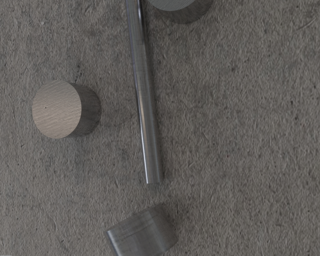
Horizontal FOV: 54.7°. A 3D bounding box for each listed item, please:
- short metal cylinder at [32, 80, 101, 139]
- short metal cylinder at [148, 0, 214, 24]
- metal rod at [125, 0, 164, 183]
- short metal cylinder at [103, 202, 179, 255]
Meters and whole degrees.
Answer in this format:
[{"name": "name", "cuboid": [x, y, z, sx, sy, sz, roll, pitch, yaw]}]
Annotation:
[{"name": "short metal cylinder", "cuboid": [-0.132, -0.026, 0.442, 0.080, 0.050, 0.080, 0, 90, 20]}, {"name": "short metal cylinder", "cuboid": [0.025, -0.178, 0.387, 0.080, 0.050, 0.080, 0, 90, 20]}, {"name": "metal rod", "cuboid": [-0.024, -0.077, 0.417, 0.025, 0.025, 0.298, -7, 88, 20]}, {"name": "short metal cylinder", "cuboid": [-0.024, 0.135, 0.388, 0.080, 0.080, 0.050, -30, 80, 17]}]
